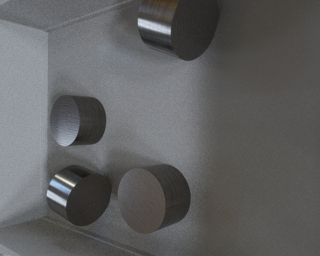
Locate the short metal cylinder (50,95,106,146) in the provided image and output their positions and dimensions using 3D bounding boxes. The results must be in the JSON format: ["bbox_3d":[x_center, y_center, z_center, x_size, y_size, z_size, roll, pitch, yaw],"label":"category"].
[{"bbox_3d":[-0.133,-0.012,0.500,0.080,0.050,0.080,0,90,40],"label":"short metal cylinder"}]

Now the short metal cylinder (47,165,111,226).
[{"bbox_3d":[-0.122,0.102,0.472,0.050,0.081,0.079,14,99,39],"label":"short metal cylinder"}]

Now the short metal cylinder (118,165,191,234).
[{"bbox_3d":[-0.008,0.089,0.397,0.080,0.050,0.080,0,90,40],"label":"short metal cylinder"}]

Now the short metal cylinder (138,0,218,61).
[{"bbox_3d":[0.022,-0.122,0.353,0.050,0.081,0.079,29,108,36],"label":"short metal cylinder"}]
